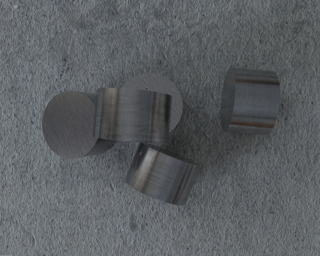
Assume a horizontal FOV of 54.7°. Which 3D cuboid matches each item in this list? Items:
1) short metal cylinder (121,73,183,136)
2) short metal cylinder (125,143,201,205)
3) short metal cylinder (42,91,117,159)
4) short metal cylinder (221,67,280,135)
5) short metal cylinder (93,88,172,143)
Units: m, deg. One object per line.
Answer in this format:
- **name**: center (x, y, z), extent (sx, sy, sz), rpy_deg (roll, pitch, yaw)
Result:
- **short metal cylinder**: center (-0.013, -0.027, 0.397), extent (0.081, 0.050, 0.080), rpy_deg (0, 90, 0)
- **short metal cylinder**: center (0.004, 0.055, 0.382), extent (0.080, 0.080, 0.050), rpy_deg (22, 90, 0)
- **short metal cylinder**: center (-0.096, -0.004, 0.384), extent (0.080, 0.050, 0.079), rpy_deg (0, 91, 20)
- **short metal cylinder**: center (0.108, -0.033, 0.383), extent (0.050, 0.080, 0.080), rpy_deg (5, 90, 0)
- **short metal cylinder**: center (-0.029, -0.013, 0.332), extent (0.080, 0.080, 0.050), rpy_deg (5, 91, 0)
